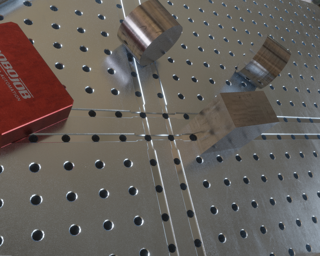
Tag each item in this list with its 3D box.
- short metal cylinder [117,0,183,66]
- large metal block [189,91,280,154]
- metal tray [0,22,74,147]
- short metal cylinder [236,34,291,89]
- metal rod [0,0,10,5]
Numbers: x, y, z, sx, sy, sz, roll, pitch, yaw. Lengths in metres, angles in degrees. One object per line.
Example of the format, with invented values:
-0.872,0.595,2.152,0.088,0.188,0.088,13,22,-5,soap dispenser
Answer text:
-0.014,-0.136,0.448,0.081,0.080,0.050,-34,81,-38,short metal cylinder
0.101,-0.008,0.431,0.081,0.080,0.050,-6,65,-31,large metal block
-0.171,-0.053,0.345,0.091,0.030,0.130,-31,79,-38,metal tray
0.178,-0.115,0.539,0.050,0.080,0.080,35,51,-5,short metal cylinder
-0.228,-0.146,0.374,0.025,0.025,0.301,37,51,-4,metal rod
